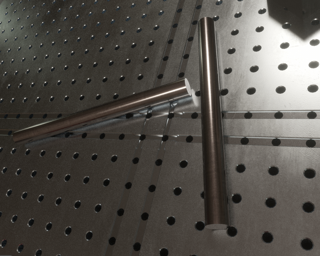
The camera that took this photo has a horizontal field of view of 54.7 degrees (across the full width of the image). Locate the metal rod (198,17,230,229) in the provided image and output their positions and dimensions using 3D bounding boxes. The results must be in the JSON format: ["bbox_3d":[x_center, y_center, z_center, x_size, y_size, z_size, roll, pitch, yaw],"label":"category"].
[{"bbox_3d":[0.064,-0.028,0.391,0.025,0.025,0.299,-11,57,22],"label":"metal rod"}]

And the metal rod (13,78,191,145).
[{"bbox_3d":[-0.099,-0.020,0.470,0.301,0.025,0.025,-15,56,19],"label":"metal rod"}]

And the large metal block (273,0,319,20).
[{"bbox_3d":[0.197,-0.204,0.414,0.080,0.050,0.080,-35,52,5],"label":"large metal block"}]
